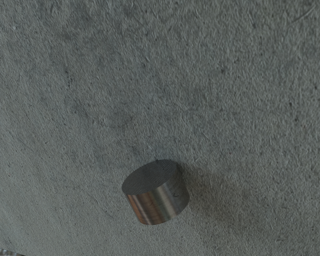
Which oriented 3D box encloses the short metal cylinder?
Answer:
[{"bbox_3d":[-0.006,0.087,0.428,0.080,0.080,0.050,-11,113,33],"label":"short metal cylinder"}]
